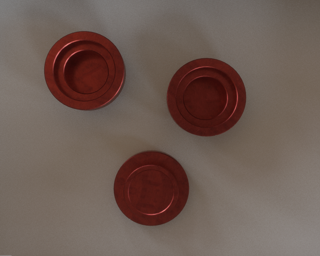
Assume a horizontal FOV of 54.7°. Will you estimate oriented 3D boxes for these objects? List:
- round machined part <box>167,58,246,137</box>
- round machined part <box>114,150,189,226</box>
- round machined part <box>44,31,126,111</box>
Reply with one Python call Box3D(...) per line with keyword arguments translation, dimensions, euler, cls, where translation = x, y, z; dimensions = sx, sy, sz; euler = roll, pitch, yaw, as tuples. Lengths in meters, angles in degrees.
Box3D(translation=(0.058, -0.038, 0.404), dimensions=(0.099, 0.042, 0.097), euler=(0, 90, -1), cls="round machined part")
Box3D(translation=(-0.011, 0.079, 0.403), dimensions=(0.099, 0.042, 0.097), euler=(0, 90, -1), cls="round machined part")
Box3D(translation=(-0.093, -0.071, 0.402), dimensions=(0.099, 0.042, 0.097), euler=(0, 90, -1), cls="round machined part")
